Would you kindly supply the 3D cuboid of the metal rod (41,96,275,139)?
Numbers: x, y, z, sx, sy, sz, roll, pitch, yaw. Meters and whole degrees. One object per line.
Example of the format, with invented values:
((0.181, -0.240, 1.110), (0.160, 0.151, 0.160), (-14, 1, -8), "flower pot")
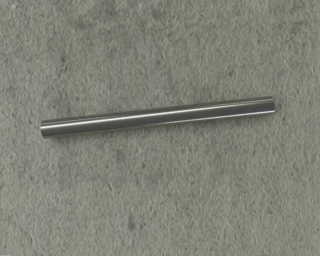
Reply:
((-0.002, -0.014, 0.409), (0.302, 0.025, 0.025), (-6, 90, -1), "metal rod")
